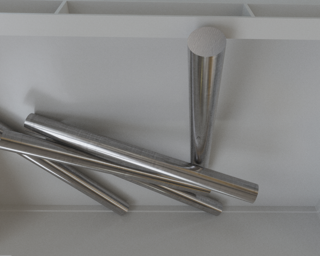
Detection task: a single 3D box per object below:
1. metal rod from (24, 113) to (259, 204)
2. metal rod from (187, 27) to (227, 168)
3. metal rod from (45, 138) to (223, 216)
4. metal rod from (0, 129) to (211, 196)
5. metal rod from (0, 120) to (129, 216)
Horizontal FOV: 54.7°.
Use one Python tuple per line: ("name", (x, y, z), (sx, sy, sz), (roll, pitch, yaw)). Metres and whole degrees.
("metal rod", (-0.026, 0.037, 0.394), (0.301, 0.025, 0.025), (17, 129, 3))
("metal rod", (0.045, 0.006, 0.336), (0.025, 0.025, 0.299), (-5, 155, 4))
("metal rod", (-0.028, 0.076, 0.472), (0.301, 0.025, 0.025), (26, 125, -21))
("metal rod", (-0.058, 0.054, 0.431), (0.302, 0.025, 0.025), (17, 128, -23))
("metal rod", (-0.160, 0.051, 0.450), (0.025, 0.025, 0.300), (-34, 123, 25))
